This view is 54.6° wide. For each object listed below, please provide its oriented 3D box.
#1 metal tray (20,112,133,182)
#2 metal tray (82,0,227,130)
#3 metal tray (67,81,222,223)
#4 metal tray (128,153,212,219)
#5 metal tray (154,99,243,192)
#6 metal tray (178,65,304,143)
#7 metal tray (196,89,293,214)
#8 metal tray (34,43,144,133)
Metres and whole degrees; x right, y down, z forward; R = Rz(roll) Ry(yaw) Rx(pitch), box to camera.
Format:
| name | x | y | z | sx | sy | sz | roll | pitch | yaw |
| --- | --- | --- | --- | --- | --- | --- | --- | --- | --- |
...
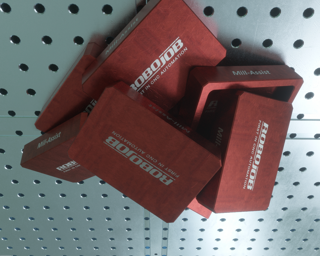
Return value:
| name | x | y | z | sx | sy | sz | roll | pitch | yaw |
| --- | --- | --- | --- | --- | --- | --- | --- | --- | --- |
| metal tray | -0.105 | 0.031 | 0.404 | 0.130 | 0.030 | 0.090 | -24 | 143 | 33 |
| metal tray | -0.007 | -0.066 | 0.327 | 0.130 | 0.030 | 0.090 | -43 | 121 | 14 |
| metal tray | -0.016 | 0.025 | 0.314 | 0.130 | 0.030 | 0.090 | 35 | 110 | -3 |
| metal tray | 0.005 | 0.068 | 0.408 | 0.090 | 0.130 | 0.030 | 35 | 80 | -27 |
| metal tray | 0.050 | 0.021 | 0.388 | 0.130 | 0.090 | 0.030 | 37 | 121 | -26 |
| metal tray | 0.090 | -0.025 | 0.358 | 0.131 | 0.030 | 0.089 | -6 | 133 | -22 |
| metal tray | 0.097 | 0.028 | 0.349 | 0.091 | 0.030 | 0.129 | 8 | 97 | -33 |
| metal tray | -0.083 | -0.028 | 0.383 | 0.090 | 0.030 | 0.129 | 31 | 123 | -24 |
